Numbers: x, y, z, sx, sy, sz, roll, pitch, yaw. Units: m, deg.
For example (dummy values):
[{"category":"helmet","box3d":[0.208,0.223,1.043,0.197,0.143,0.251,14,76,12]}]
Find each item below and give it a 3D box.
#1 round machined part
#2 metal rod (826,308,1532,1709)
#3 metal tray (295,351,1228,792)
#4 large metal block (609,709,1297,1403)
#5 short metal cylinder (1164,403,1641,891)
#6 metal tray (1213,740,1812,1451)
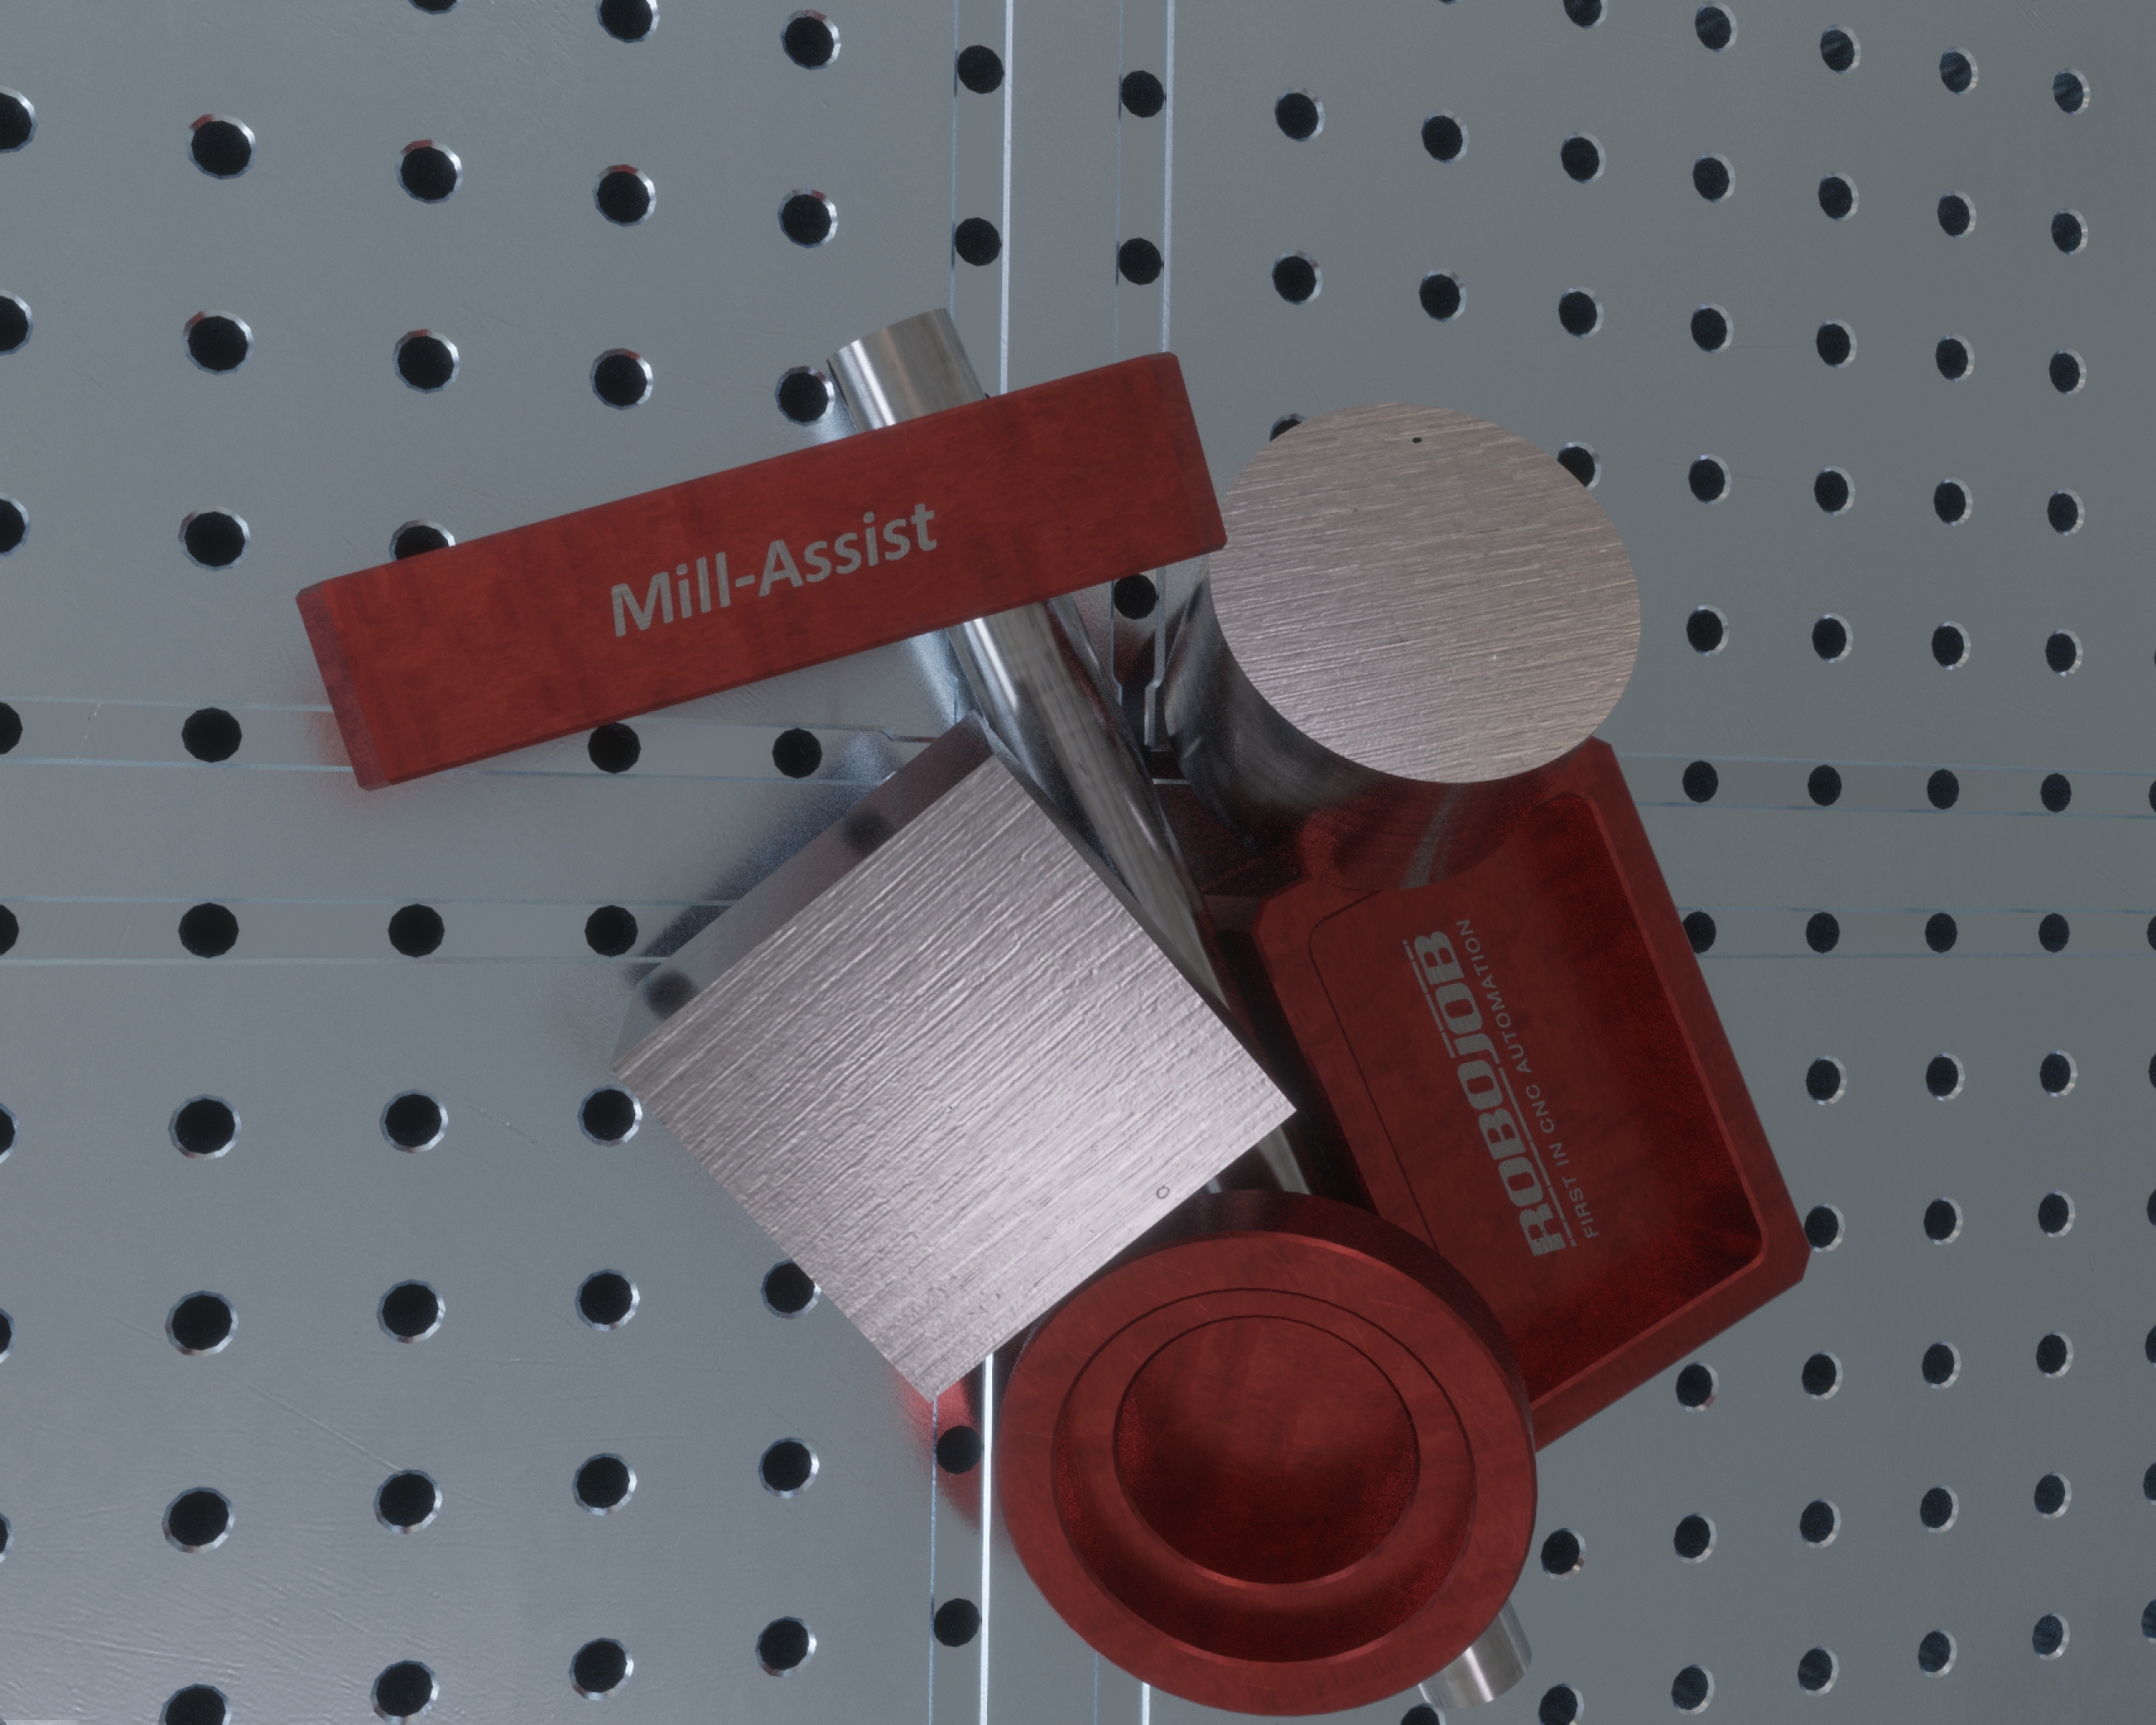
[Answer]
[{"category":"round machined part","box3d":[0.036,0.108,0.398,0.098,0.042,0.097,2,104,9]},{"category":"metal rod","box3d":[0.024,0.035,0.417,0.025,0.025,0.299,-27,99,-18]},{"category":"metal tray","box3d":[-0.049,-0.047,0.341,0.131,0.090,0.030,-17,98,-5]},{"category":"large metal block","box3d":[-0.022,0.032,0.368,0.080,0.050,0.080,-39,104,3]},{"category":"short metal cylinder","box3d":[0.060,-0.041,0.402,0.081,0.050,0.080,3,66,-7]},{"category":"metal tray","box3d":[0.091,0.048,0.440,0.091,0.030,0.129,-27,99,-18]}]
